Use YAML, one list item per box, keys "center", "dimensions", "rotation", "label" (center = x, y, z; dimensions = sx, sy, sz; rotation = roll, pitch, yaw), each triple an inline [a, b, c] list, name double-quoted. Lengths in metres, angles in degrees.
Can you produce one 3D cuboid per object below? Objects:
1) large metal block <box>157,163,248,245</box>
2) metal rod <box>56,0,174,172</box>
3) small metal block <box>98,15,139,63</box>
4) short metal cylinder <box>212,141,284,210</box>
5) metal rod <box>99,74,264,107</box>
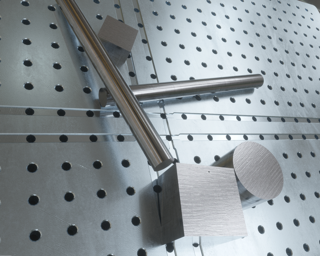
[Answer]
- center: [0.047, 0.091, 0.364]
  dimensions: [0.081, 0.050, 0.080]
  rotation: [9, 58, -24]
  label: "large metal block"
- center: [-0.069, -0.077, 0.391]
  dimensions: [0.025, 0.025, 0.299]
  rotation: [-15, 61, -34]
  label: "metal rod"
- center: [-0.065, -0.131, 0.454]
  dimensions: [0.050, 0.025, 0.050]
  rotation: [24, 53, -14]
  label: "small metal block"
- center: [0.117, 0.065, 0.418]
  dimensions: [0.081, 0.050, 0.080]
  rotation: [14, 56, -21]
  label: "short metal cylinder"
- center: [0.052, -0.062, 0.475]
  dimensions: [0.303, 0.025, 0.025]
  rotation: [-11, 67, -33]
  label: "metal rod"
